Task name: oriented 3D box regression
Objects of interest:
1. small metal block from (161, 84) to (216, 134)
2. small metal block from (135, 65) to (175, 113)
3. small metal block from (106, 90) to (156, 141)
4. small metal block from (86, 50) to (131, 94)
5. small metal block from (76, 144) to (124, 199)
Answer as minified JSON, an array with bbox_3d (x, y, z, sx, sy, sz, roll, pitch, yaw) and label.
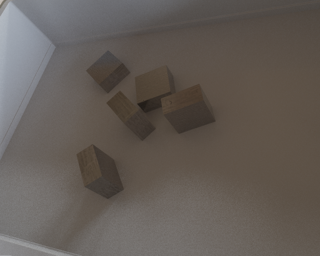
[{"bbox_3d":[0.036,-0.022,0.384,0.050,0.050,0.025,-20,54,16],"label":"small metal block"},{"bbox_3d":[-0.006,-0.056,0.442,0.050,0.025,0.050,-19,55,17],"label":"small metal block"},{"bbox_3d":[-0.039,-0.016,0.419,0.025,0.050,0.050,-43,51,-1],"label":"small metal block"},{"bbox_3d":[-0.085,-0.092,0.505,0.050,0.025,0.050,-43,51,-2],"label":"small metal block"},{"bbox_3d":[-0.076,0.056,0.394,0.025,0.050,0.050,-32,52,7],"label":"small metal block"}]
